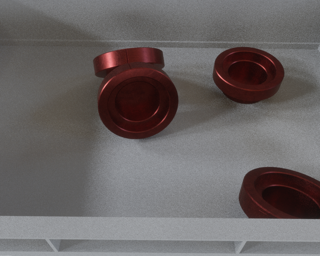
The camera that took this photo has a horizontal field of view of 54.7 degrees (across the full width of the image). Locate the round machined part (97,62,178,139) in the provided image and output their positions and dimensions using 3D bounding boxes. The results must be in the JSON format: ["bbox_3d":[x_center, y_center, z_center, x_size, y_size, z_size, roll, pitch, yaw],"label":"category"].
[{"bbox_3d":[-0.029,-0.038,0.392,0.099,0.097,0.042,-10,33,-9],"label":"round machined part"}]

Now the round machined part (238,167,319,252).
[{"bbox_3d":[0.128,0.083,0.310,0.099,0.042,0.098,7,24,-3],"label":"round machined part"}]

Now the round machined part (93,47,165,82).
[{"bbox_3d":[-0.042,-0.080,0.437,0.099,0.098,0.042,-9,91,-8],"label":"round machined part"}]

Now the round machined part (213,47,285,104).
[{"bbox_3d":[0.127,-0.074,0.458,0.099,0.042,0.098,0,50,0],"label":"round machined part"}]
